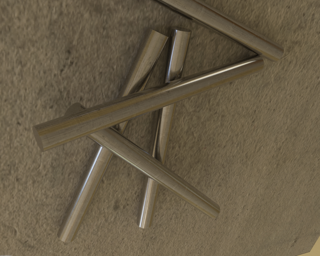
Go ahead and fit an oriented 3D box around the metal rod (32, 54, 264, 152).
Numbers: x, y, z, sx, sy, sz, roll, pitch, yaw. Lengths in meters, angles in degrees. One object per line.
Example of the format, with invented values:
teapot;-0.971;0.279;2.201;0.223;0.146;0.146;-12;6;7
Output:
metal rod;0.012;-0.040;0.351;0.302;0.025;0.025;-22;128;-30

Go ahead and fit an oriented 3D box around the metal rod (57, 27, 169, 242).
metal rod;-0.066;0.022;0.385;0.025;0.025;0.298;15;111;-35

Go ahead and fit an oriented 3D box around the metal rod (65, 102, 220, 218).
metal rod;-0.001;0.059;0.410;0.025;0.025;0.301;-46;130;4

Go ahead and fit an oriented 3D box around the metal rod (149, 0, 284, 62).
metal rod;0.040;-0.132;0.348;0.302;0.025;0.025;13;112;-34

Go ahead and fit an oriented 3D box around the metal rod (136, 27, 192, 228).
metal rod;0.000;0.018;0.419;0.025;0.025;0.298;-4;121;-27
